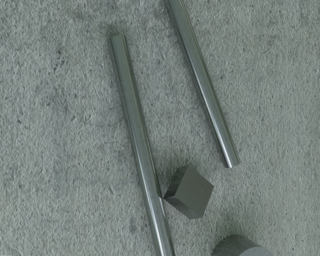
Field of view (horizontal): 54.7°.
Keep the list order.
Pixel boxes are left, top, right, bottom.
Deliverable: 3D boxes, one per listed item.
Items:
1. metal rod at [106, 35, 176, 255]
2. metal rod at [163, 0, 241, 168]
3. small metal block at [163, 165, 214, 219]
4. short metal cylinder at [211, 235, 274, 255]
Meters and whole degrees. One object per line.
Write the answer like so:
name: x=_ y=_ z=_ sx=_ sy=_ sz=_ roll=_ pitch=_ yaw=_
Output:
metal rod: x=-0.023 y=0.032 z=0.401 sx=0.025 sy=0.025 sz=0.298 roll=-14 pitch=95 yaw=-20
metal rod: x=0.051 y=-0.085 z=0.429 sx=0.025 sy=0.025 sz=0.298 roll=-24 pitch=98 yaw=-19
small metal block: x=0.039 y=0.086 z=0.416 sx=0.050 sy=0.025 sz=0.050 roll=41 pitch=54 yaw=-16
short metal cylinder: x=0.119 y=0.201 z=0.442 sx=0.081 sy=0.050 sz=0.079 roll=0 pitch=90 yaw=-21
